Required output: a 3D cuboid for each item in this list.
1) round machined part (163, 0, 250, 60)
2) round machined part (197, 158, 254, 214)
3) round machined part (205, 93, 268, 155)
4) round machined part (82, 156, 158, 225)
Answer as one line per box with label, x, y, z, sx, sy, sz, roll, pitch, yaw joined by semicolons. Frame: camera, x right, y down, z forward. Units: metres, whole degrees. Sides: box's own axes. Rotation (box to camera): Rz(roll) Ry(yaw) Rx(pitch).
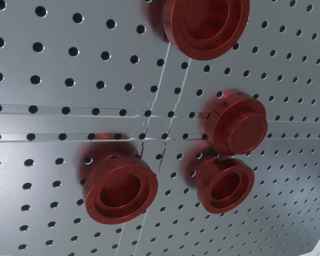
round machined part;0.047;-0.129;0.345;0.099;0.042;0.097;-14;124;-21
round machined part;0.103;0.090;0.511;0.099;0.042;0.097;-14;124;-21
round machined part;0.121;0.001;0.466;0.099;0.042;0.097;-14;124;-21
round machined part;-0.056;0.079;0.418;0.099;0.042;0.097;-14;124;-21
